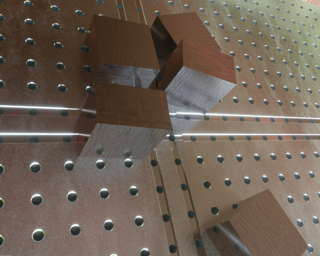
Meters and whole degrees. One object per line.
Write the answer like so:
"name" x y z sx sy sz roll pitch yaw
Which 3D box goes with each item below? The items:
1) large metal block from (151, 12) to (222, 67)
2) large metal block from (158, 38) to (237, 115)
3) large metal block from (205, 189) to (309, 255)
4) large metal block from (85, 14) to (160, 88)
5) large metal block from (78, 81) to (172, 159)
"large metal block" 0.036 -0.133 0.492 0.081 0.050 0.080 -20 73 -36
"large metal block" 0.049 -0.070 0.441 0.081 0.080 0.050 15 56 -20
"large metal block" 0.116 0.133 0.373 0.081 0.050 0.080 -23 74 -36
"large metal block" -0.054 -0.100 0.424 0.081 0.050 0.080 2 61 -27
"large metal block" -0.043 -0.004 0.352 0.081 0.080 0.050 5 60 -25
